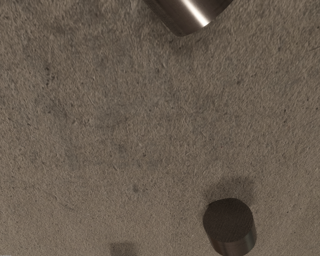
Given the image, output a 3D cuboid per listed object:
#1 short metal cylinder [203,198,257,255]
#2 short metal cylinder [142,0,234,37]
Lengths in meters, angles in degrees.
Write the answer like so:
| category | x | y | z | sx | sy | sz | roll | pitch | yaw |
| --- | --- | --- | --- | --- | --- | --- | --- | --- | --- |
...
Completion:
| category | x | y | z | sx | sy | sz | roll | pitch | yaw |
| --- | --- | --- | --- | --- | --- | --- | --- | --- | --- |
| short metal cylinder | 0.116 | 0.165 | 0.513 | 0.080 | 0.080 | 0.050 | -14 | 129 | 11 |
| short metal cylinder | 0.025 | -0.126 | 0.264 | 0.080 | 0.080 | 0.050 | -35 | 122 | 25 |
